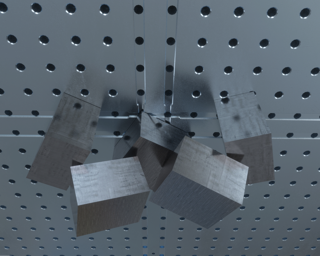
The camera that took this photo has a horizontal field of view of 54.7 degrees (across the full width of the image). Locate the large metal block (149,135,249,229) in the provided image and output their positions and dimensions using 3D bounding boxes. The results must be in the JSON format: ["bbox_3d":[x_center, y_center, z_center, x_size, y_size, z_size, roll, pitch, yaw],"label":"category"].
[{"bbox_3d":[0.043,0.066,0.361,0.080,0.050,0.080,27,140,-3],"label":"large metal block"}]

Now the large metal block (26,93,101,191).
[{"bbox_3d":[-0.119,0.017,0.388,0.050,0.080,0.080,24,126,-19],"label":"large metal block"}]

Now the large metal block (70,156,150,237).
[{"bbox_3d":[-0.065,0.084,0.380,0.081,0.050,0.079,-7,141,-22],"label":"large metal block"}]

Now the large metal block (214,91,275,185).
[{"bbox_3d":[0.105,0.014,0.389,0.050,0.080,0.080,-13,129,10],"label":"large metal block"}]

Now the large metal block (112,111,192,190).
[{"bbox_3d":[-0.011,0.035,0.424,0.080,0.050,0.080,26,125,-21],"label":"large metal block"}]
